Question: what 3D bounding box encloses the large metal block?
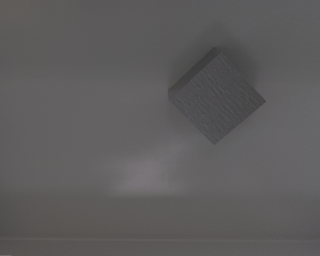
[{"bbox_3d":[0.067,-0.040,0.384,0.080,0.050,0.080,-43,105,14],"label":"large metal block"}]
